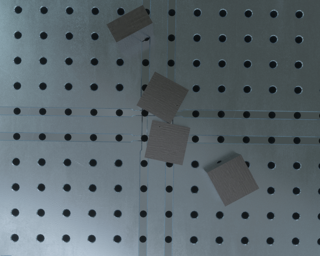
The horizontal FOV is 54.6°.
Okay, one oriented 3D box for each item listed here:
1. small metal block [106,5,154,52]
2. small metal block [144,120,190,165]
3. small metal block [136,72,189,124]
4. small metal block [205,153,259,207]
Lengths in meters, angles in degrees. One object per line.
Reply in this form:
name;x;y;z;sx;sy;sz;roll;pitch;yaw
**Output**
small metal block;-0.037;-0.127;0.401;0.050;0.050;0.025;-29;90;0
small metal block;0.010;0.019;0.413;0.050;0.025;0.050;12;90;0
small metal block;0.004;-0.039;0.413;0.050;0.025;0.050;29;90;0
small metal block;0.095;0.068;0.414;0.050;0.025;0.050;-28;90;0
